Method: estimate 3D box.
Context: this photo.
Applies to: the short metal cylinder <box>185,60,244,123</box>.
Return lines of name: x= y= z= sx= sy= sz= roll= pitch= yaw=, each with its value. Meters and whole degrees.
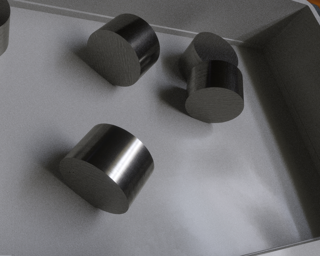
short metal cylinder: x=0.078 y=-0.050 z=0.443 sx=0.080 sy=0.080 sz=0.050 roll=19 pitch=54 yaw=-17

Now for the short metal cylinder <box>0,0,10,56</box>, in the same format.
short metal cylinder: x=-0.214 y=-0.120 z=0.348 sx=0.081 sy=0.050 sz=0.080 roll=14 pitch=56 yaw=-21

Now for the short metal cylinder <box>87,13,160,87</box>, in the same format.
short metal cylinder: x=-0.047 y=-0.101 z=0.407 sx=0.080 sy=0.080 sz=0.050 roll=39 pitch=51 yaw=-2

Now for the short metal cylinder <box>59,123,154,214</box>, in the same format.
short metal cylinder: x=-0.053 y=0.042 z=0.316 sx=0.080 sy=0.080 sz=0.050 roll=38 pitch=51 yaw=-3

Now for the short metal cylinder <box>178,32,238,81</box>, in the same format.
short metal cylinder: x=0.077 y=-0.106 z=0.495 sx=0.081 sy=0.050 sz=0.080 roll=14 pitch=56 yaw=-21
